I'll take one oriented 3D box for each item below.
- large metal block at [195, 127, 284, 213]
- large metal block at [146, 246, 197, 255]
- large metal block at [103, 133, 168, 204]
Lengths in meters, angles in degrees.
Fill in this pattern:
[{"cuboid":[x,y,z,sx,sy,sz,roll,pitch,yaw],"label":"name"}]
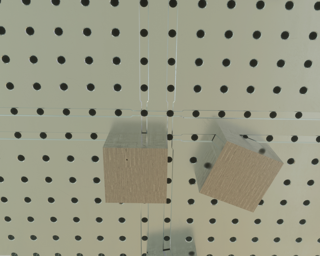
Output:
[{"cuboid":[0.104,0.056,0.421,0.080,0.050,0.080,22,109,-8],"label":"large metal block"},{"cuboid":[0.025,0.242,0.489,0.080,0.050,0.080,-10,110,3],"label":"large metal block"},{"cuboid":[-0.031,0.053,0.419,0.080,0.050,0.079,1,110,-1],"label":"large metal block"}]
